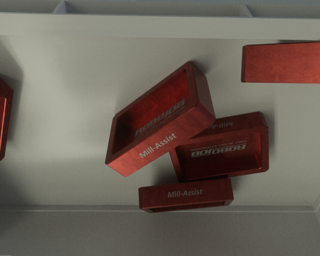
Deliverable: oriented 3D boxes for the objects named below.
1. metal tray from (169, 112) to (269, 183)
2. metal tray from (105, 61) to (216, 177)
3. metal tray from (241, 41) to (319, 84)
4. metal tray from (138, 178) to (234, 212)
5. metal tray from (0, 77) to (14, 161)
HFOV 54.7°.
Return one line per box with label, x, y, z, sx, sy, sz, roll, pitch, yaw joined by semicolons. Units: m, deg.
metal tray;0.082;0.031;0.433;0.131;0.030;0.090;-10;130;8
metal tray;-0.003;-0.010;0.357;0.130;0.090;0.030;-33;123;24
metal tray;0.138;-0.056;0.281;0.090;0.131;0.030;6;101;33
metal tray;0.040;0.104;0.468;0.131;0.030;0.090;-7;160;5
metal tray;-0.229;0.004;0.366;0.030;0.091;0.129;40;128;15
